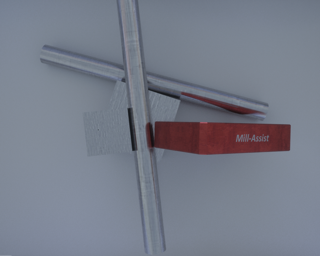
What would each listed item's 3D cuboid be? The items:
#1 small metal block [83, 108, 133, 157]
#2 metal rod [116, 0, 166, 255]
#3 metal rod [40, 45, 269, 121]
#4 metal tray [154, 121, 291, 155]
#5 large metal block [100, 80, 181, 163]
[{"bbox_3d":[-0.059,0.005,0.359,0.050,0.025,0.050,-6,90,-1],"label":"small metal block"},{"bbox_3d":[-0.022,-0.006,0.360,0.025,0.025,0.298,-6,90,0],"label":"metal rod"},{"bbox_3d":[-0.007,-0.060,0.410,0.302,0.025,0.025,15,90,-1],"label":"metal rod"},{"bbox_3d":[0.071,0.009,0.352,0.131,0.090,0.030,1,91,-32],"label":"metal tray"},{"bbox_3d":[-0.026,-0.008,0.397,0.080,0.050,0.080,18,90,-1],"label":"large metal block"}]
